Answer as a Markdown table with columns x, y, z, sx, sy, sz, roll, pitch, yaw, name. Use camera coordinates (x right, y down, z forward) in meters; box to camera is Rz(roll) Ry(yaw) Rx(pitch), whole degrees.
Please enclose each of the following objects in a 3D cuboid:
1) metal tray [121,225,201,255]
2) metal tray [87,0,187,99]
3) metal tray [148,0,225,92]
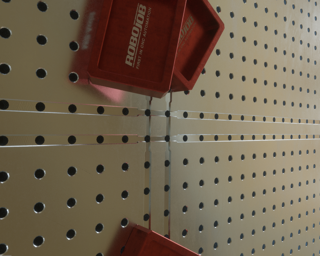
| x | y | z | sx | sy | sz | roll | pitch | yaw | name |
| --- | --- | --- | --- | --- | --- | --- | --- | --- | --- |
| 0.002 | 0.194 | 0.406 | 0.130 | 0.030 | 0.090 | 39 | 66 | -33 | metal tray |
| -0.024 | -0.107 | 0.355 | 0.091 | 0.030 | 0.130 | 12 | 81 | -7 | metal tray |
| 0.033 | -0.127 | 0.431 | 0.090 | 0.030 | 0.130 | 43 | 64 | -32 | metal tray |
